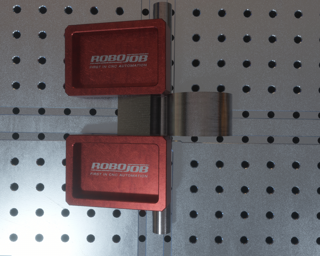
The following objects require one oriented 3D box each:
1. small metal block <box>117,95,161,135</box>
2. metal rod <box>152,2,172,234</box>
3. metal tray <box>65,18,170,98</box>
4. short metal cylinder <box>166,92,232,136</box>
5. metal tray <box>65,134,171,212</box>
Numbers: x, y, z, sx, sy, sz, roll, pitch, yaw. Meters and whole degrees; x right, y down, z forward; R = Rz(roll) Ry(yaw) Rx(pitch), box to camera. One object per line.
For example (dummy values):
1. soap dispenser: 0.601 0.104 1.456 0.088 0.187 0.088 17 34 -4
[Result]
1. small metal block: -0.027 -0.016 0.399 0.050 0.025 0.050 1 90 31
2. metal rod: 0.003 -0.013 0.409 0.025 0.025 0.298 0 90 0
3. metal tray: -0.054 -0.085 0.393 0.131 0.030 0.089 0 90 12
4. short metal cylinder: 0.048 -0.016 0.383 0.081 0.080 0.050 0 90 0
5. metal tray: -0.053 0.054 0.393 0.131 0.030 0.089 1 90 12
